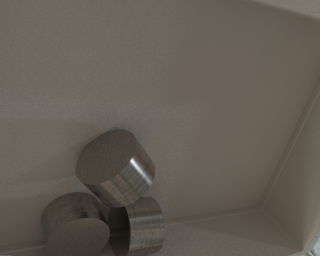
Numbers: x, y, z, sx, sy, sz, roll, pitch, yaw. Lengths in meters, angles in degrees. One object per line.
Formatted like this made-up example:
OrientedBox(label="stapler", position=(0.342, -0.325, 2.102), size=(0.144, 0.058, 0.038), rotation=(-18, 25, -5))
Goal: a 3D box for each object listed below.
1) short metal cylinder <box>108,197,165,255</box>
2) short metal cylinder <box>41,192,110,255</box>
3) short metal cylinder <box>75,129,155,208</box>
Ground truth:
OrientedBox(label="short metal cylinder", position=(-0.035, 0.140, 0.440), size=(0.050, 0.080, 0.079), rotation=(2, 117, -30))
OrientedBox(label="short metal cylinder", position=(-0.113, 0.133, 0.413), size=(0.081, 0.050, 0.079), rotation=(-14, 124, -21))
OrientedBox(label="short metal cylinder", position=(-0.053, 0.048, 0.374), size=(0.080, 0.080, 0.050), rotation=(-35, 129, -5))
